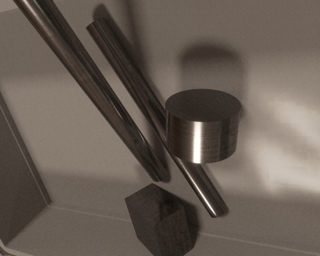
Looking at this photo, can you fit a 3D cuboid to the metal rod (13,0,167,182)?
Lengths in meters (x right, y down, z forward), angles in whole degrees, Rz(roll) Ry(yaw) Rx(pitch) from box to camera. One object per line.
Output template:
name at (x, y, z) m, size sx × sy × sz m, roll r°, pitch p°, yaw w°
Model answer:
metal rod at (-0.052, -0.020, 0.342) m, size 0.025 × 0.025 × 0.299 m, roll 3°, pitch 146°, yaw 26°

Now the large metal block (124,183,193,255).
large metal block at (-0.002, 0.141, 0.457) m, size 0.080 × 0.050 × 0.079 m, roll 25°, pitch 135°, yaw 53°

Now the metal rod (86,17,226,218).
metal rod at (0.002, -0.004, 0.403) m, size 0.025 × 0.025 × 0.299 m, roll -24°, pitch 106°, yaw 36°

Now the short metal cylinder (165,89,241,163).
short metal cylinder at (0.047, -0.005, 0.345) m, size 0.080 × 0.080 × 0.050 m, roll 11°, pitch 123°, yaw 22°
